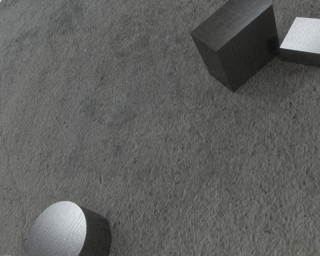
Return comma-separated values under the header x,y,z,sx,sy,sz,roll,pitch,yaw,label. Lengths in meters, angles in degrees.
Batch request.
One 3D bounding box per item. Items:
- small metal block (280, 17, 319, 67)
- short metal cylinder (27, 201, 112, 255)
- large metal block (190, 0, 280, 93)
x,y,z,sx,sy,sz,roll,pitch,yaw,label
0.180,-0.104,0.373,0.050,0.025,0.050,21,73,35,small metal block
-0.104,0.131,0.360,0.080,0.050,0.080,-13,56,20,short metal cylinder
0.095,-0.105,0.382,0.080,0.080,0.050,-41,51,0,large metal block
